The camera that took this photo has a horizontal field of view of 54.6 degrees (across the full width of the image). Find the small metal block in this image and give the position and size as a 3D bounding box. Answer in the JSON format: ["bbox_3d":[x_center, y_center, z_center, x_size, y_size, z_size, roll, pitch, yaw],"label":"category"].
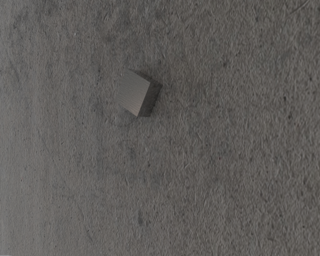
[{"bbox_3d":[-0.030,-0.049,0.431,0.050,0.025,0.050,36,112,34],"label":"small metal block"}]
